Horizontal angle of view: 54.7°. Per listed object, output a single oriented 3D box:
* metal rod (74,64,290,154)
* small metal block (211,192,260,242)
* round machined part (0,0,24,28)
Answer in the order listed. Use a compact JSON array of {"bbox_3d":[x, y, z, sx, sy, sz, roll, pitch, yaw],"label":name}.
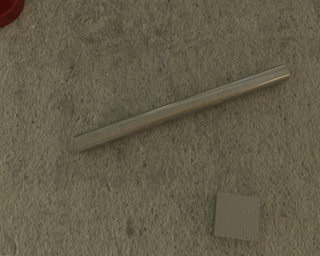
[{"bbox_3d":[0.034,-0.028,0.418,0.302,0.025,0.025,-19,71,-7],"label":"metal rod"},{"bbox_3d":[0.090,0.106,0.370,0.050,0.025,0.050,8,70,2],"label":"small metal block"},{"bbox_3d":[-0.264,-0.202,0.471,0.099,0.042,0.098,0,70,0],"label":"round machined part"}]
